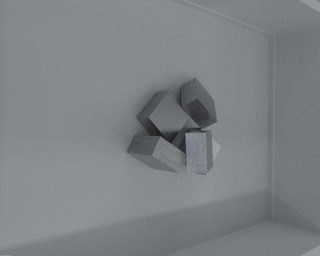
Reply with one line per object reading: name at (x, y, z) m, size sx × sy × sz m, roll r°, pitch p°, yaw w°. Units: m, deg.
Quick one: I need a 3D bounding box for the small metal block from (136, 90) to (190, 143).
small metal block at (0.005, -0.014, 0.410) m, size 0.050 × 0.025 × 0.050 m, roll 51°, pitch 60°, yaw -28°

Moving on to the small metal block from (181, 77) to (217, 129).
small metal block at (0.055, -0.035, 0.438) m, size 0.050 × 0.025 × 0.050 m, roll 45°, pitch 30°, yaw -31°

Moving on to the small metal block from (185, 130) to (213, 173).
small metal block at (0.052, 0.029, 0.403) m, size 0.050 × 0.025 × 0.050 m, roll -11°, pitch 98°, yaw -72°

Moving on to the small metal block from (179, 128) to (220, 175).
small metal block at (0.056, 0.034, 0.454) m, size 0.050 × 0.025 × 0.050 m, roll 43°, pitch 64°, yaw -32°

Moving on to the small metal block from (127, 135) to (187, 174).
small metal block at (-0.004, 0.032, 0.386) m, size 0.050 × 0.050 × 0.025 m, roll 36°, pitch 68°, yaw -35°
